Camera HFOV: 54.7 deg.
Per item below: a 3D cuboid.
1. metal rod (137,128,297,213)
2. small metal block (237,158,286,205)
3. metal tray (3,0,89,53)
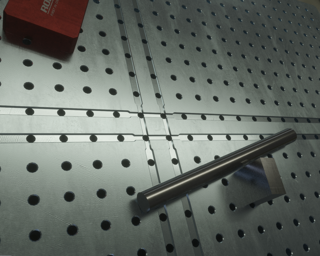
[{"bbox_3d":[0.100,0.048,0.434,0.302,0.025,0.025,-17,71,-35],"label":"metal rod"},{"bbox_3d":[0.137,0.074,0.424,0.025,0.050,0.050,5,60,-26],"label":"small metal block"},{"bbox_3d":[-0.150,-0.173,0.430,0.091,0.030,0.130,16,55,-19],"label":"metal tray"}]
